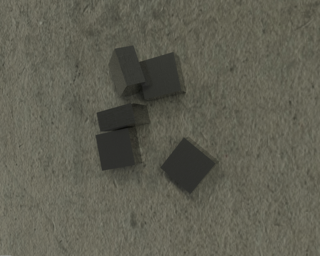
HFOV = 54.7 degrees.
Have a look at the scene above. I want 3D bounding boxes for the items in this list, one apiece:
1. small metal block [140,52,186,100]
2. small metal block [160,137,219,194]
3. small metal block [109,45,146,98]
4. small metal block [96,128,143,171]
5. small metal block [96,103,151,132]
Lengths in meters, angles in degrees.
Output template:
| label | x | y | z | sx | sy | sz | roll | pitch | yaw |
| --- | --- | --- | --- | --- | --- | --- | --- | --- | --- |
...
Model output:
| label | x | y | z | sx | sy | sz | roll | pitch | yaw |
| --- | --- | --- | --- | --- | --- | --- | --- | --- | --- |
| small metal block | 0.003 | -0.066 | 0.407 | 0.050 | 0.025 | 0.050 | -12 | 86 | 19 |
| small metal block | 0.038 | 0.047 | 0.395 | 0.050 | 0.025 | 0.050 | 40 | 102 | 15 |
| small metal block | -0.045 | -0.073 | 0.408 | 0.025 | 0.050 | 0.050 | -16 | 83 | -21 |
| small metal block | -0.056 | 0.029 | 0.428 | 0.050 | 0.025 | 0.050 | -12 | 86 | 19 |
| small metal block | -0.047 | -0.013 | 0.411 | 0.050 | 0.050 | 0.025 | -14 | 86 | 19 |
